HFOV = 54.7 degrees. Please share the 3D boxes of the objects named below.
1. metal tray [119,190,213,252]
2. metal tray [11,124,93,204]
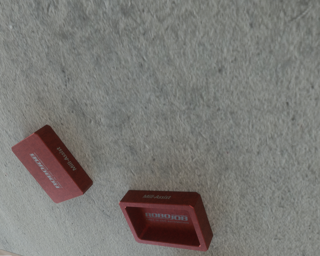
[{"bbox_3d":[0.009,0.143,0.486,0.130,0.030,0.090,-5,116,30],"label":"metal tray"},{"bbox_3d":[-0.189,0.066,0.541,0.090,0.030,0.130,-24,106,36],"label":"metal tray"}]
